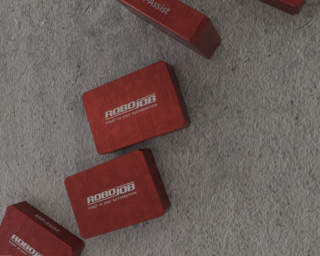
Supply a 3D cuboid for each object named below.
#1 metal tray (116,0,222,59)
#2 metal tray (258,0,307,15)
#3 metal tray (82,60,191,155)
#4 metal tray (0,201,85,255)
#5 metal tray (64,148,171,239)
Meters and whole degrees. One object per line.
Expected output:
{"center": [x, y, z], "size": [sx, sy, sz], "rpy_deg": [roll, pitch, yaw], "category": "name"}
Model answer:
{"center": [0.006, -0.135, 0.372], "size": [0.130, 0.090, 0.030], "rpy_deg": [36, 102, 16], "category": "metal tray"}
{"center": [0.151, -0.209, 0.353], "size": [0.090, 0.030, 0.129], "rpy_deg": [33, 100, 17], "category": "metal tray"}
{"center": [-0.034, -0.025, 0.418], "size": [0.130, 0.030, 0.090], "rpy_deg": [-19, 84, 18], "category": "metal tray"}
{"center": [-0.189, 0.183, 0.473], "size": [0.130, 0.030, 0.090], "rpy_deg": [27, 99, 18], "category": "metal tray"}
{"center": [-0.061, 0.091, 0.428], "size": [0.130, 0.030, 0.090], "rpy_deg": [-22, 83, 18], "category": "metal tray"}
